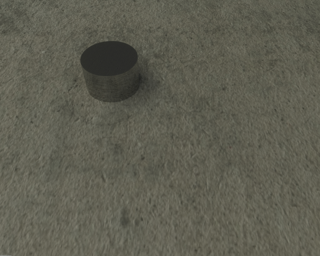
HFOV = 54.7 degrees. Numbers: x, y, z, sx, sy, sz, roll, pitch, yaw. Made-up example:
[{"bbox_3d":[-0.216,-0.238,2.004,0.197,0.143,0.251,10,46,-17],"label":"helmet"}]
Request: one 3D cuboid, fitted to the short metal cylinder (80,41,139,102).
[{"bbox_3d":[-0.072,-0.084,0.456,0.081,0.050,0.080,0,50,0],"label":"short metal cylinder"}]
